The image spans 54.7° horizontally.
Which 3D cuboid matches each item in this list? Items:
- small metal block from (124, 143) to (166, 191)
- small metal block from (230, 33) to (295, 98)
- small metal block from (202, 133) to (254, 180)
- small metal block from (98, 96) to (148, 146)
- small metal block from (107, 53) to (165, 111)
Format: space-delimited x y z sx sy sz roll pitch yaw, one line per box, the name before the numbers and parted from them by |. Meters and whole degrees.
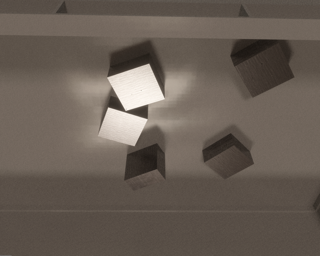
small metal block | -0.021 0.055 0.439 0.050 0.050 0.025 -21 127 17
small metal block | 0.116 -0.070 0.351 0.050 0.025 0.050 -27 125 21
small metal block | 0.098 0.042 0.446 0.050 0.025 0.050 -35 122 26
small metal block | -0.048 -0.008 0.402 0.050 0.025 0.050 17 128 -15
small metal block | -0.027 -0.053 0.364 0.050 0.025 0.050 -16 129 12
